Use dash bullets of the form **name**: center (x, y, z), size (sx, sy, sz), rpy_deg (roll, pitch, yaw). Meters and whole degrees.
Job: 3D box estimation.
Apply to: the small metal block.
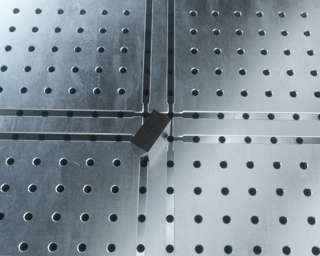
- **small metal block**: center (-0.011, 0.011, 0.394), size (0.025, 0.050, 0.050), rpy_deg (32, 73, 11)
